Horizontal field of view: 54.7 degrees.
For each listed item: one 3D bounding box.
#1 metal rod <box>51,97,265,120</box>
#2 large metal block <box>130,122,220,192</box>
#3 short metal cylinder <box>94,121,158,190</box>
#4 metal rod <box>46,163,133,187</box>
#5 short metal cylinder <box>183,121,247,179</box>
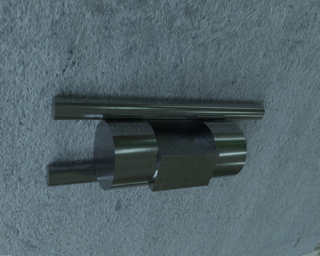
[{"bbox_3d":[0.018,-0.023,0.404,0.303,0.025,0.025,-1,119,-28],"label":"metal rod"},{"bbox_3d":[0.015,0.033,0.398,0.081,0.080,0.050,0,119,-29],"label":"large metal block"},{"bbox_3d":[-0.043,0.031,0.368,0.050,0.080,0.079,-1,119,-28],"label":"short metal cylinder"},{"bbox_3d":[-0.002,0.056,0.442,0.303,0.025,0.025,-1,119,-28],"label":"metal rod"},{"bbox_3d":[0.073,0.030,0.430,0.050,0.080,0.079,-1,119,-28],"label":"short metal cylinder"}]
